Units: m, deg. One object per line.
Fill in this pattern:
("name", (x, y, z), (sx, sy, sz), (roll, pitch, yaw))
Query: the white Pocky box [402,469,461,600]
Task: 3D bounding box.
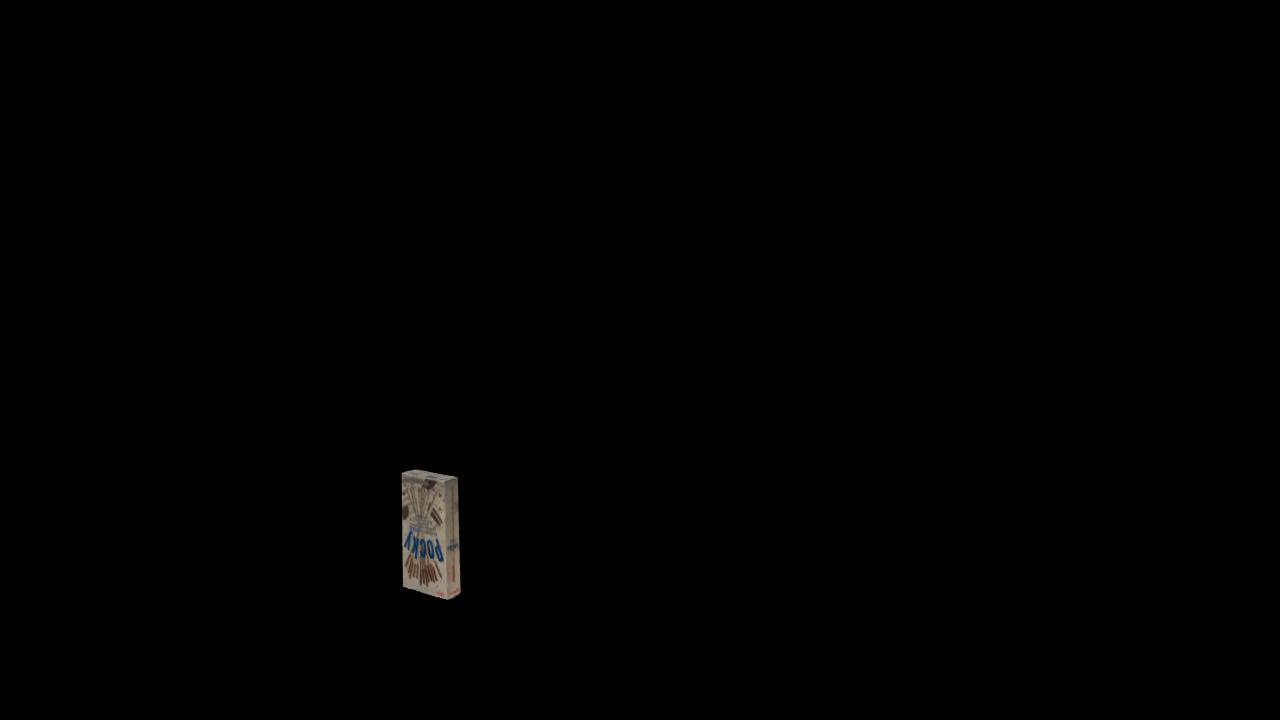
("white Pocky box", (-0.270, 0.223, 0.794), (0.084, 0.154, 0.028), (2, 4, 29))
